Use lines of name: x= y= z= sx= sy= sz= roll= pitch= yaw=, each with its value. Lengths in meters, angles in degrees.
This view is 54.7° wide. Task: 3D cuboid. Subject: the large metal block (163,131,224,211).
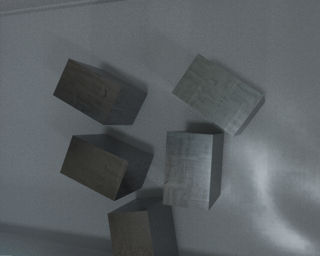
large metal block: x=0.042 y=0.045 z=0.366 sx=0.050 sy=0.080 sz=0.079 roll=4 pitch=91 yaw=20

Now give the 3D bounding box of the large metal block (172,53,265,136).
large metal block: x=0.071 y=-0.035 z=0.356 sx=0.080 sy=0.080 sz=0.050 roll=37 pitch=102 yaw=16

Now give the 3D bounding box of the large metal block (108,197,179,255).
large metal block: x=-0.018 y=0.135 z=0.387 sx=0.050 sy=0.080 sz=0.080 roll=-10 pitch=87 yaw=19

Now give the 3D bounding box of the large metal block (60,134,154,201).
large metal block: x=-0.066 y=0.046 z=0.403 sx=0.080 sy=0.080 sz=0.050 roll=23 pitch=98 yaw=18

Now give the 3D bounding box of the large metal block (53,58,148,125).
large metal block: x=-0.075 y=-0.044 z=0.407 sx=0.080 sy=0.080 sz=0.050 roll=29 pitch=100 yaw=17
